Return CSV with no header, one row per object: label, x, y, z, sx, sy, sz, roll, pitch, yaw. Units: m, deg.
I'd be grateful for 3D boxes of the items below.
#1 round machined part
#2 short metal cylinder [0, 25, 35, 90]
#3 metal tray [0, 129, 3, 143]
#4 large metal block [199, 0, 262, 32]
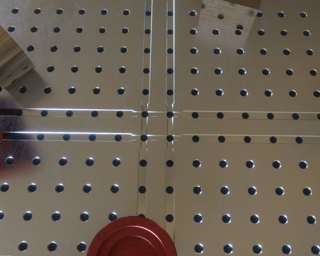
round machined part,-0.030,0.150,0.347,0.099,0.042,0.098,0,70,0
short metal cylinder,-0.217,-0.098,0.417,0.050,0.080,0.080,-43,76,-14
metal tray,-0.246,-0.016,0.384,0.090,0.030,0.130,-42,70,32
large metal block,0.113,-0.204,0.474,0.080,0.050,0.080,17,71,6
